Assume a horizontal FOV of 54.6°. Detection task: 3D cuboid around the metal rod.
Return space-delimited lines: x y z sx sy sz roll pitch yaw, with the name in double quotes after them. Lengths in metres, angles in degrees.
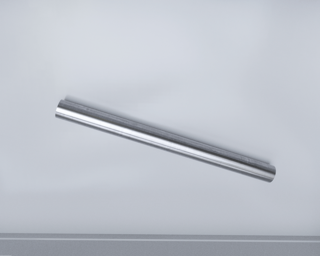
0.013 0.020 0.417 0.302 0.025 0.025 17 109 -7 "metal rod"
